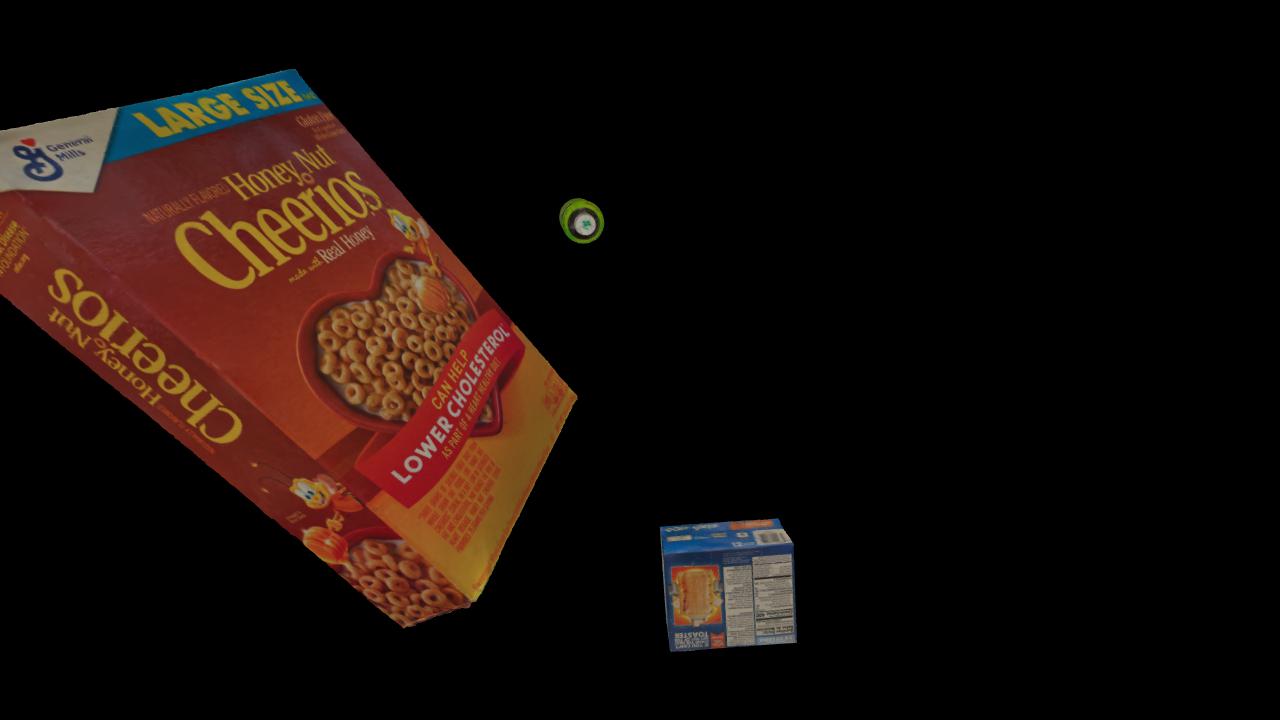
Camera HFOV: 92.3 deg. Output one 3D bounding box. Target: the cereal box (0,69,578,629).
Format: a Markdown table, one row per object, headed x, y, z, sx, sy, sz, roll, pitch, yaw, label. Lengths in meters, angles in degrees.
| x | y | z | sx | sy | sz | roll | pitch | yaw | label |
| --- | --- | --- | --- | --- | --- | --- | --- | --- | --- |
| -0.184 | -0.016 | 0.384 | 0.081 | 0.306 | 0.203 | -28 | 21 | 27 | cereal box |

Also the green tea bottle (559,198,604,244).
| x | y | z | sx | sy | sz | roll | pitch | yaw | label |
| --- | --- | --- | --- | --- | --- | --- | --- | --- | --- |
| -0.097 | -0.229 | 1.016 | 0.073 | 0.073 | 0.212 | 0 | 17 | -7 | green tea bottle |

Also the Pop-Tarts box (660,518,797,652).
| x | y | z | sx | sy | sz | roll | pitch | yaw | label |
| --- | --- | --- | --- | --- | --- | --- | --- | --- | --- |
| 0.115 | 0.297 | 0.820 | 0.167 | 0.141 | 0.083 | -4 | 9 | 1 | Pop-Tarts box |
